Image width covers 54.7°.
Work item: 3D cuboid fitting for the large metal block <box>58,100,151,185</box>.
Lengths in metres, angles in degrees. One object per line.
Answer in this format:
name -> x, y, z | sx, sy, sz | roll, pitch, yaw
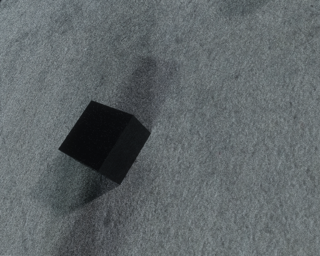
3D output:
large metal block -> -0.073, 0.018, 0.414 | 0.080, 0.050, 0.080 | 20, 72, 35
